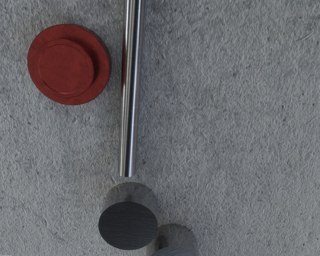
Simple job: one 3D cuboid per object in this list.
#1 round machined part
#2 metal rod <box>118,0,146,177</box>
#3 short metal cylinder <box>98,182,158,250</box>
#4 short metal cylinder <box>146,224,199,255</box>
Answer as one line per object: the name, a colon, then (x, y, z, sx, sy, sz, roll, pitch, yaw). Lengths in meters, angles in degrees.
round machined part: (-0.110, -0.074, 0.372, 0.099, 0.042, 0.097, 0, 110, -1)
metal rod: (-0.035, -0.077, 0.380, 0.025, 0.025, 0.298, 4, 110, -2)
short metal cylinder: (-0.043, 0.125, 0.442, 0.081, 0.050, 0.079, 0, 110, -1)
short metal cylinder: (0.019, 0.194, 0.468, 0.081, 0.050, 0.079, 0, 110, -1)
